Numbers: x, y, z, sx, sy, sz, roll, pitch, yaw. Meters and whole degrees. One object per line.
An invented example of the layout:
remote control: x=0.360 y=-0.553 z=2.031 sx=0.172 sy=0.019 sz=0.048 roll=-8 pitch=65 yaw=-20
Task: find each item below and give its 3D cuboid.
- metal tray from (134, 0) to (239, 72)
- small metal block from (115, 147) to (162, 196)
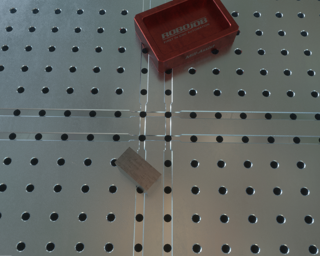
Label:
metal tray: x=0.038 y=-0.149 z=0.463 sx=0.131 sy=0.030 sz=0.090 roll=-25 pitch=72 yaw=-9
small metal block: x=-0.025 y=0.055 z=0.378 sx=0.050 sy=0.050 sz=0.025 roll=39 pitch=75 yaw=13
